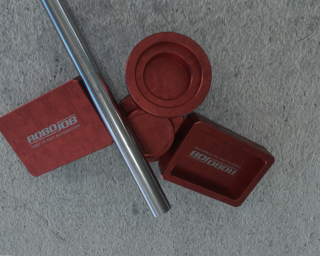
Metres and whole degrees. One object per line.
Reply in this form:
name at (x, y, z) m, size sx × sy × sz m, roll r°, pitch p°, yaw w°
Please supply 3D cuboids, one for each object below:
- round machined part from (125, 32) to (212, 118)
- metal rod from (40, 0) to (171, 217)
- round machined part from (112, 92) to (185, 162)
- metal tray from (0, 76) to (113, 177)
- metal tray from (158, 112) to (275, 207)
round machined part at (0.008, -0.060, 0.368) m, size 0.099 × 0.042 × 0.097 m, roll 0°, pitch 88°, yaw -7°
metal rod at (-0.065, -0.032, 0.363) m, size 0.025 × 0.025 × 0.299 m, roll -26°, pitch 95°, yaw 9°
round machined part at (-0.016, 0.001, 0.403) m, size 0.099 × 0.042 × 0.097 m, roll 0°, pitch 110°, yaw 0°
metal tray at (-0.130, 0.000, 0.395) m, size 0.130 × 0.030 × 0.090 m, roll -23°, pitch 106°, yaw 17°
metal tray at (0.075, 0.046, 0.414) m, size 0.131 × 0.030 × 0.090 m, roll 25°, pitch 108°, yaw -20°
